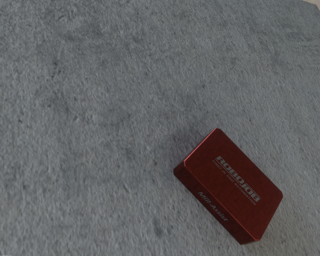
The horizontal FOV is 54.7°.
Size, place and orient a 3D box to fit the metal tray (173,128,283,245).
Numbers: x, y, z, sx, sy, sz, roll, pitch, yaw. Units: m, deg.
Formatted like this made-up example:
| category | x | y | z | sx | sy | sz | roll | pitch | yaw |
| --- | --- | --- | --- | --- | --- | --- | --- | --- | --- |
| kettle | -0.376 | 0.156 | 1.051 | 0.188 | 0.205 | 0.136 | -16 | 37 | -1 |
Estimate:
| category | x | y | z | sx | sy | sz | roll | pitch | yaw |
| --- | --- | --- | --- | --- | --- | --- | --- | --- | --- |
| metal tray | 0.092 | 0.073 | 0.407 | 0.130 | 0.030 | 0.091 | 46 | 51 | 4 |
